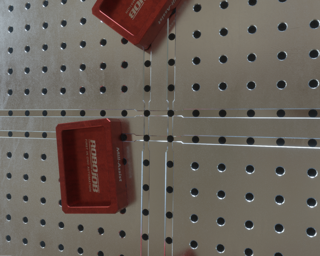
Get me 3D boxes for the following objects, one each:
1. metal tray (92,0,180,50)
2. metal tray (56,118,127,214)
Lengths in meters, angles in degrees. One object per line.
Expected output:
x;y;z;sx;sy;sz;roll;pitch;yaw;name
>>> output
-0.022;-0.184;0.417;0.090;0.030;0.130;40;102;15;metal tray
-0.099;0.055;0.445;0.090;0.030;0.129;-6;88;20;metal tray
